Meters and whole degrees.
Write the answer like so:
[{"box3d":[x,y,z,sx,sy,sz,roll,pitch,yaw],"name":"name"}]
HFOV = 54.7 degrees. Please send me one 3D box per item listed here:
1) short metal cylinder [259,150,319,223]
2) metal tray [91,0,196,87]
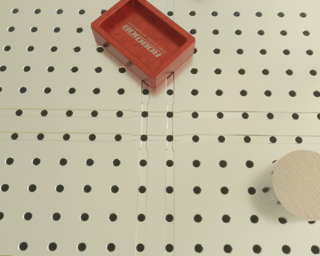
[{"box3d":[0.168,0.071,0.373,0.081,0.050,0.080,0,70,0],"name":"short metal cylinder"},{"box3d":[-0.025,-0.132,0.456,0.130,0.030,0.090,42,75,13],"name":"metal tray"}]
